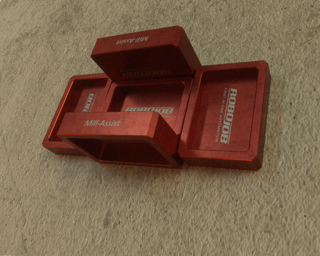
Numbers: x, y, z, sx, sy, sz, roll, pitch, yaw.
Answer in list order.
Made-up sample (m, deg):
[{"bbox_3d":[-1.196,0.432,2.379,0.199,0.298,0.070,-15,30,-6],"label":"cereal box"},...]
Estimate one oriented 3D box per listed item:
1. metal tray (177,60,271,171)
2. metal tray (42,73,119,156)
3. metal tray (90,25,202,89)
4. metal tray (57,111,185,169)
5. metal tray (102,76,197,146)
[{"bbox_3d":[0.079,-0.017,0.371,0.090,0.030,0.130,1,62,28],"label":"metal tray"},{"bbox_3d":[-0.116,-0.022,0.474,0.090,0.030,0.130,1,62,28],"label":"metal tray"},{"bbox_3d":[-0.017,-0.089,0.426,0.130,0.090,0.030,0,62,28],"label":"metal tray"},{"bbox_3d":[-0.045,0.016,0.374,0.130,0.090,0.030,0,62,28],"label":"metal tray"},{"bbox_3d":[-0.018,-0.023,0.424,0.130,0.030,0.090,1,62,28],"label":"metal tray"}]
